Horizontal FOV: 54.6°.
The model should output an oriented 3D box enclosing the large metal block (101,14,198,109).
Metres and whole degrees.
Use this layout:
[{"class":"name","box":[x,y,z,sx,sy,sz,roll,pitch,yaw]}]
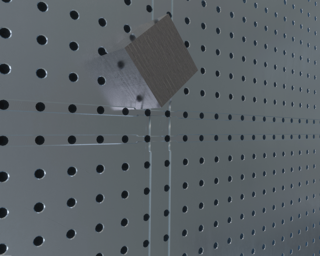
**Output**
[{"class":"large metal block","box":[-0.010,-0.080,0.383,0.080,0.050,0.080,-47,118,-29]}]
